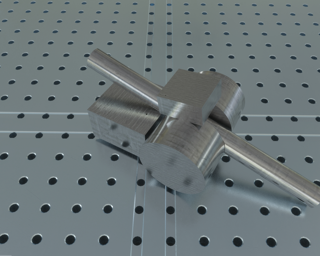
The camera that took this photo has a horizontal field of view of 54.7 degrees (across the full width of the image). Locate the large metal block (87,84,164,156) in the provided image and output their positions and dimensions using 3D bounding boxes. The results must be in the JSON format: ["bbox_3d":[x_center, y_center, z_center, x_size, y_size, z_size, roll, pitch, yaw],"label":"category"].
[{"bbox_3d":[-0.032,-0.018,0.398,0.080,0.050,0.080,23,54,18],"label":"large metal block"}]

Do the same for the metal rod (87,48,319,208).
[{"bbox_3d":[0.046,-0.004,0.355,0.301,0.025,0.025,33,56,6],"label":"metal rod"}]

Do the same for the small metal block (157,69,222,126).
[{"bbox_3d":[0.032,-0.034,0.329,0.050,0.025,0.050,18,52,25],"label":"small metal block"}]

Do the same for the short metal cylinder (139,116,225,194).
[{"bbox_3d":[0.024,0.028,0.344,0.080,0.080,0.050,24,54,18],"label":"short metal cylinder"}]

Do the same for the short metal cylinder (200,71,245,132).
[{"bbox_3d":[0.059,-0.024,0.389,0.080,0.080,0.050,22,54,17],"label":"short metal cylinder"}]
